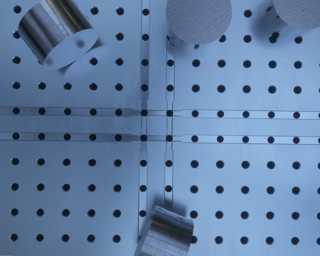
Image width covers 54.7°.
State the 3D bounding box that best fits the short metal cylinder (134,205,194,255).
[{"bbox_3d":[0.003,0.144,0.386,0.050,0.080,0.080,23,90,0],"label":"short metal cylinder"}]

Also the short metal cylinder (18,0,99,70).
[{"bbox_3d":[-0.124,-0.117,0.385,0.080,0.080,0.050,-37,90,0],"label":"short metal cylinder"}]

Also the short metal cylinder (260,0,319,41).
[{"bbox_3d":[0.178,-0.160,0.402,0.081,0.050,0.079,0,90,0],"label":"short metal cylinder"}]

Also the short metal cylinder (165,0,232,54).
[{"bbox_3d":[0.047,-0.141,0.401,0.081,0.050,0.079,0,90,0],"label":"short metal cylinder"}]
